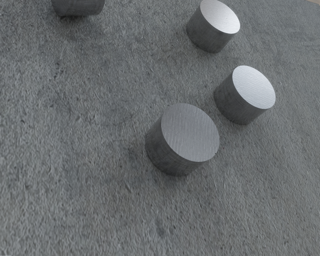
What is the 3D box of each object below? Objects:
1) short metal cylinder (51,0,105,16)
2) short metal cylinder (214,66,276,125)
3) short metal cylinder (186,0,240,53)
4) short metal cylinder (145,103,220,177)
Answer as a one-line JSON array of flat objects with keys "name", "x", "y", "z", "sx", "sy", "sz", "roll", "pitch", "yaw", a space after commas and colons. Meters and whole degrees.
[{"name": "short metal cylinder", "x": -0.116, "y": -0.196, "z": 0.426, "sx": 0.050, "sy": 0.080, "sz": 0.080, "roll": -15, "pitch": 70, "yaw": -34}, {"name": "short metal cylinder", "x": 0.133, "y": -0.052, "z": 0.491, "sx": 0.081, "sy": 0.050, "sz": 0.080, "roll": 14, "pitch": 56, "yaw": -21}, {"name": "short metal cylinder", "x": 0.093, "y": -0.180, "z": 0.547, "sx": 0.081, "sy": 0.050, "sz": 0.080, "roll": 14, "pitch": 56, "yaw": -21}, {"name": "short metal cylinder", "x": 0.027, "y": 0.015, "z": 0.393, "sx": 0.081, "sy": 0.050, "sz": 0.080, "roll": 14, "pitch": 56, "yaw": -21}]
